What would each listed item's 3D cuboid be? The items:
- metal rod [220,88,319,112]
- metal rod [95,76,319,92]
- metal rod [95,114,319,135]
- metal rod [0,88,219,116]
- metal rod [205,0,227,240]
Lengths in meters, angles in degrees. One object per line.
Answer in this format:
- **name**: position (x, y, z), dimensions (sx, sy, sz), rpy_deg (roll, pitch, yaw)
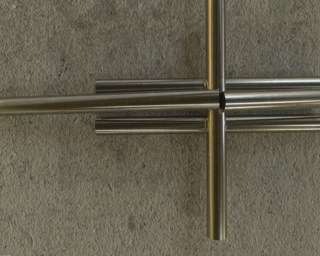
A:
- **metal rod**: position (0.220, -0.038, 0.389), dimensions (0.302, 0.025, 0.025), rpy_deg (-3, 90, -11)
- **metal rod**: position (0.068, -0.055, 0.411), dimensions (0.302, 0.025, 0.025), rpy_deg (-1, 90, -1)
- **metal rod**: position (0.068, -0.005, 0.411), dimensions (0.302, 0.025, 0.025), rpy_deg (-1, 90, -1)
- **metal rod**: position (-0.080, -0.031, 0.385), dimensions (0.302, 0.025, 0.025), rpy_deg (-1, 90, 9)
- **metal rod**: position (0.070, -0.013, 0.387), dimensions (0.025, 0.025, 0.298), rpy_deg (0, 90, -1)
